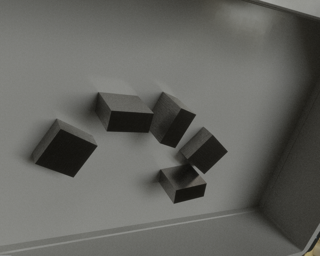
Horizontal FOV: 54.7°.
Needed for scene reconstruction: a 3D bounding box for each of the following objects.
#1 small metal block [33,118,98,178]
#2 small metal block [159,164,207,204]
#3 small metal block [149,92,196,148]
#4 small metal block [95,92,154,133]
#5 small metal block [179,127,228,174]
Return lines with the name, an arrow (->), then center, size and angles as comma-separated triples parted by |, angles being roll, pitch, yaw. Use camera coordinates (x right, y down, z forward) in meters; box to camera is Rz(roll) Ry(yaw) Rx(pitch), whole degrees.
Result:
small metal block -> -0.111, 0.024, 0.363 | 0.050, 0.025, 0.050 | 31, 101, -38
small metal block -> 0.033, 0.081, 0.461 | 0.050, 0.050, 0.025 | -7, 122, -25
small metal block -> 0.011, -0.011, 0.392 | 0.025, 0.050, 0.050 | 21, 107, -36
small metal block -> -0.042, -0.018, 0.358 | 0.050, 0.050, 0.025 | 2, 117, -30
small metal block -> 0.066, 0.034, 0.466 | 0.050, 0.025, 0.050 | -45, 129, 3
